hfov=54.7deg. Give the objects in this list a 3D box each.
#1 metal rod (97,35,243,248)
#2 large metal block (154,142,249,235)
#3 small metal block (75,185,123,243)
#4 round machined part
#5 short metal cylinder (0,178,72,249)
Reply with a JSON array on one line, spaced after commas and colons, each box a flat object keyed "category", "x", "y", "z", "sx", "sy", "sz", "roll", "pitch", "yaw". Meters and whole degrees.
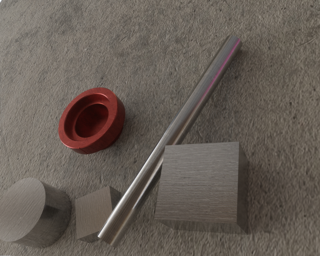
[{"category": "metal rod", "x": 0.022, "y": 0.002, "z": 0.376, "sx": 0.025, "sy": 0.025, "sz": 0.300, "roll": 20, "pitch": 68, "yaw": 35}, {"category": "large metal block", "x": 0.047, "y": 0.063, "z": 0.324, "sx": 0.080, "sy": 0.050, "sz": 0.080, "roll": -5, "pitch": 60, "yaw": 25}, {"category": "small metal block", "x": -0.074, "y": 0.105, "z": 0.376, "sx": 0.050, "sy": 0.025, "sz": 0.050, "roll": -24, "pitch": 53, "yaw": 13}, {"category": "round machined part", "x": -0.092, "y": -0.006, "z": 0.443, "sx": 0.098, "sy": 0.042, "sz": 0.098, "roll": -13, "pitch": 56, "yaw": 20}, {"category": "short metal cylinder", "x": -0.164, "y": 0.111, "z": 0.404, "sx": 0.080, "sy": 0.050, "sz": 0.080, "roll": -13, "pitch": 56, "yaw": 20}]
